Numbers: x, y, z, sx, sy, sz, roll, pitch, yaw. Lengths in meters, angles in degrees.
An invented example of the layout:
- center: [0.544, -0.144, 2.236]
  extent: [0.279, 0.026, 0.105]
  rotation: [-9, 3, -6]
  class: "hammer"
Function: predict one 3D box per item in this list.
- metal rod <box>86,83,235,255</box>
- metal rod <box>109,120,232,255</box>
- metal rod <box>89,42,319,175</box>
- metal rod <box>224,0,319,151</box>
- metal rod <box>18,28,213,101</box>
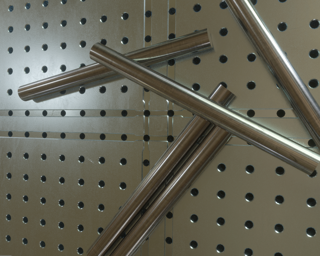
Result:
- center: [-0.006, 0.068, 0.415]
  extent: [0.025, 0.025, 0.299]
  rotation: [41, 103, 15]
  class: "metal rod"
- center: [-0.002, 0.109, 0.413]
  extent: [0.025, 0.025, 0.299]
  rotation: [41, 103, 15]
  class: "metal rod"
- center: [0.039, -0.032, 0.371]
  extent: [0.300, 0.025, 0.025]
  rotation: [30, 100, 17]
  class: "metal rod"
- center: [0.127, -0.096, 0.367]
  extent: [0.025, 0.025, 0.299]
  rotation: [-32, 80, 17]
  class: "metal rod"
- center: [-0.076, -0.084, 0.439]
  extent: [0.300, 0.025, 0.025]
  rotation: [-12, 86, 19]
  class: "metal rod"
